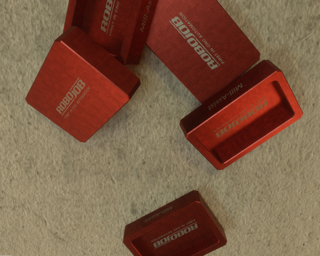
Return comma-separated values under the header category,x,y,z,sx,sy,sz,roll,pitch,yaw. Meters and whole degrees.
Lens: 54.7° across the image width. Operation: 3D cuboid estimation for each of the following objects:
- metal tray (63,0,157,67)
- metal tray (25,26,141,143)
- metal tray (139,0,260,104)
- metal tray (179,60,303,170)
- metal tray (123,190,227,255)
category,x,y,z,sx,sy,sz,roll,pitch,yaw
metal tray,-0.051,-0.141,0.333,0.090,0.030,0.129,25,110,20
metal tray,-0.093,-0.041,0.355,0.090,0.030,0.129,39,139,-14
metal tray,0.043,-0.104,0.369,0.090,0.030,0.130,-42,106,13
metal tray,0.102,-0.012,0.387,0.130,0.030,0.090,-36,128,12
metal tray,0.022,0.162,0.467,0.130,0.030,0.090,-30,108,10
